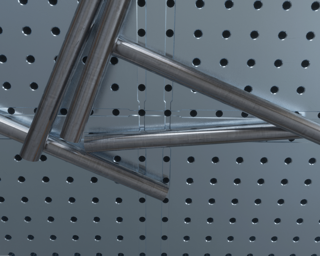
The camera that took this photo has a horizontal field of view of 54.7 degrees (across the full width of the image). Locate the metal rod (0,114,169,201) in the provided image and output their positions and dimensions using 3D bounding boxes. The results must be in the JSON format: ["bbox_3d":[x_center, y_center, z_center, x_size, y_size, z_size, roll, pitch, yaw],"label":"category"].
[{"bbox_3d":[-0.128,0.032,0.423,0.301,0.025,0.025,25,108,-9],"label":"metal rod"}]

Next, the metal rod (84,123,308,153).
[{"bbox_3d":[0.051,0.011,0.418,0.302,0.025,0.025,-4,110,1],"label":"metal rod"}]

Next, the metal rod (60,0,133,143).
[{"bbox_3d":[-0.051,-0.123,0.344,0.025,0.025,0.298,21,100,-8],"label":"metal rod"}]

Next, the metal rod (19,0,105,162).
[{"bbox_3d":[-0.102,-0.094,0.362,0.025,0.025,0.298,24,103,-9],"label":"metal rod"}]

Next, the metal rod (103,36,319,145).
[{"bbox_3d":[0.073,-0.047,0.383,0.301,0.025,0.025,23,108,-3],"label":"metal rod"}]
